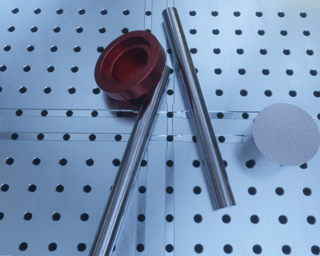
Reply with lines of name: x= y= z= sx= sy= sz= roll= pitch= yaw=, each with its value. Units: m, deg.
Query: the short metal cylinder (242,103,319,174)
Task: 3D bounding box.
short metal cylinder: x=0.151 y=0.015 z=0.394 sx=0.081 sy=0.050 sz=0.080 roll=0 pitch=70 yaw=0

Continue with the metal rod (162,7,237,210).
metal rod: x=0.048 y=-0.040 z=0.426 sx=0.025 sy=0.025 sz=0.299 roll=-12 pitch=70 yaw=-4

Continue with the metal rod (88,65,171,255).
metal rod: x=-0.039 y=0.049 z=0.393 sx=0.025 sy=0.025 sz=0.299 roll=16 pitch=71 yaw=5

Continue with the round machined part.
round machined part: x=-0.036 y=-0.079 z=0.418 sx=0.098 sy=0.042 sz=0.098 roll=-13 pitch=59 yaw=23
